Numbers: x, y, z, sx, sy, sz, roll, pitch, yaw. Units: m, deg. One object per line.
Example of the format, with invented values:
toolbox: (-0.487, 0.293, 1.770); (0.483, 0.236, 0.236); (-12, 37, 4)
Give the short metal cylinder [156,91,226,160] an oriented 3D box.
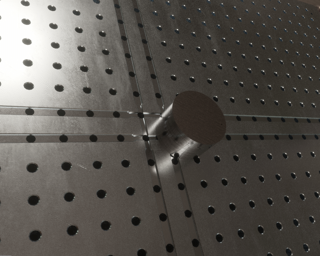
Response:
short metal cylinder: (0.041, -0.003, 0.418); (0.081, 0.050, 0.080); (14, 56, -21)
